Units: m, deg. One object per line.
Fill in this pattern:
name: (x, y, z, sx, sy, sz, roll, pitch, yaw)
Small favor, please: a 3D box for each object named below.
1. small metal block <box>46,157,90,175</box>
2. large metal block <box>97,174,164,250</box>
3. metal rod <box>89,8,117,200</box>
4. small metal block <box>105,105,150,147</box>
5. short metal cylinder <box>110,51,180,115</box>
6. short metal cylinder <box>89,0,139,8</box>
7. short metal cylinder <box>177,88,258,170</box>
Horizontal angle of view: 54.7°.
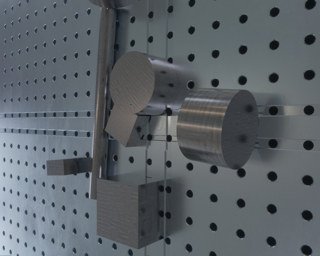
small metal block: (-0.154, 0.064, 0.520, 0.050, 0.050, 0.025, -8, 85, 40)
large metal block: (-0.042, 0.110, 0.428, 0.080, 0.050, 0.080, 0, 90, 40)
metal rod: (-0.089, -0.038, 0.482, 0.025, 0.025, 0.298, 7, 95, 40)
small metal block: (-0.048, -0.007, 0.449, 0.050, 0.025, 0.050, 35, 112, 34)
short metal cylinder: (-0.021, -0.057, 0.410, 0.080, 0.050, 0.080, 0, 90, 40)
short metal cylinder: (-0.064, -0.209, 0.427, 0.080, 0.081, 0.050, -14, 81, 39)
short metal cylinder: (0.062, -0.001, 0.323, 0.050, 0.081, 0.079, 9, 96, 40)
